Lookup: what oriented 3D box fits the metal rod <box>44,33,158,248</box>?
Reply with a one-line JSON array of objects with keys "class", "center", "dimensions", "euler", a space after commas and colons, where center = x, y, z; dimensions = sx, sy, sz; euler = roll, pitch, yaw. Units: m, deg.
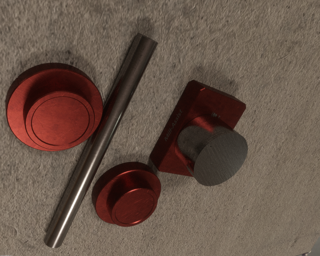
[{"class": "metal rod", "center": [-0.080, 0.028, 0.381], "dimensions": [0.025, 0.025, 0.298], "euler": [16, 110, -35]}]

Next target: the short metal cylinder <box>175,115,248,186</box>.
[{"class": "short metal cylinder", "center": [0.067, 0.029, 0.408], "dimensions": [0.081, 0.050, 0.079], "euler": [-14, 125, -21]}]

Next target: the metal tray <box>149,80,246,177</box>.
[{"class": "metal tray", "center": [0.053, 0.006, 0.439], "dimensions": [0.091, 0.030, 0.129], "euler": [15, 110, -35]}]

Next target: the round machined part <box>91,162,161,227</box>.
[{"class": "round machined part", "center": [-0.042, 0.099, 0.436], "dimensions": [0.099, 0.042, 0.097], "euler": [-14, 125, -21]}]

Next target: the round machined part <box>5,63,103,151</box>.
[{"class": "round machined part", "center": [-0.108, -0.016, 0.328], "dimensions": [0.099, 0.042, 0.097], "euler": [-14, 125, -21]}]
